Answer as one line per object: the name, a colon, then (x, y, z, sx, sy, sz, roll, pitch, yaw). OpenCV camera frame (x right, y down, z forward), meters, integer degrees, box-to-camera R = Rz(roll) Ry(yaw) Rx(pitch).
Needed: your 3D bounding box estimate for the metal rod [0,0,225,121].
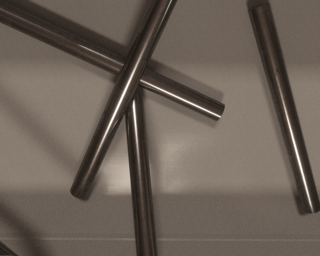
metal rod: (-0.058, -0.080, 0.380, 0.302, 0.025, 0.025, 24, 108, -9)

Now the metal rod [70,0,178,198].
metal rod: (-0.053, -0.026, 0.379, 0.025, 0.025, 0.298, 24, 116, -9)

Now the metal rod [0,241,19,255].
metal rod: (-0.201, 0.109, 0.323, 0.025, 0.025, 0.300, -37, 106, 12)

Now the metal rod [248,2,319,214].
metal rod: (0.169, -0.012, 0.409, 0.025, 0.025, 0.299, -21, 109, 7)

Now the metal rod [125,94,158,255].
metal rod: (-0.020, 0.106, 0.377, 0.025, 0.025, 0.298, -6, 82, 2)
